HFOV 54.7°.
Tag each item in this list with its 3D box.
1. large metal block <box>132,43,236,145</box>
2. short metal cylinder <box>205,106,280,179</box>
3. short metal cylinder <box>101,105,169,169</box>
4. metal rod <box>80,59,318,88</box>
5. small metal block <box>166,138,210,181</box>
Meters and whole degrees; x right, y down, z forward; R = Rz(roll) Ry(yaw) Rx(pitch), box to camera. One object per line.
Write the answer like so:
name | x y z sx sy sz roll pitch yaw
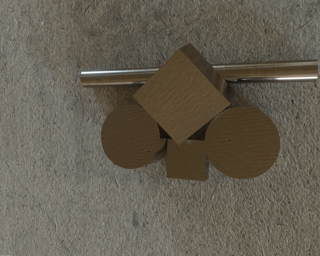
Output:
large metal block | 0.029 -0.040 0.368 0.080 0.050 0.080 47 119 -3
short metal cylinder | 0.097 0.016 0.362 0.080 0.050 0.079 0 90 20
short metal cylinder | -0.029 0.011 0.406 0.080 0.050 0.079 0 90 20
metal rod | 0.034 -0.068 0.398 0.301 0.025 0.025 1 91 19
small metal block | 0.037 0.039 0.398 0.050 0.025 0.050 2 91 20
